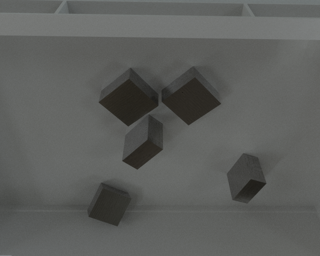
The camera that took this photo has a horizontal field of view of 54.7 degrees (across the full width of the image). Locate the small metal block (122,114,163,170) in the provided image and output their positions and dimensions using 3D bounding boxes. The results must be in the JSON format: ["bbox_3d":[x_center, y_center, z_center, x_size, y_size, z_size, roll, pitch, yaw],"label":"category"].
[{"bbox_3d":[-0.022,0.018,0.408,0.025,0.050,0.050,35,122,-26],"label":"small metal block"}]

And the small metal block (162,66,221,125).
[{"bbox_3d":[0.038,-0.038,0.377,0.050,0.025,0.050,-35,122,26],"label":"small metal block"}]

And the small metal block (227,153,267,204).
[{"bbox_3d":[0.126,0.074,0.457,0.025,0.050,0.050,17,128,-14],"label":"small metal block"}]

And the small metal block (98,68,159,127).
[{"bbox_3d":[-0.037,-0.036,0.378,0.050,0.025,0.050,-33,123,25],"label":"small metal block"}]

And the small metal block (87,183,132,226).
[{"bbox_3d":[-0.081,0.123,0.497,0.050,0.025,0.050,26,92,-20],"label":"small metal block"}]
